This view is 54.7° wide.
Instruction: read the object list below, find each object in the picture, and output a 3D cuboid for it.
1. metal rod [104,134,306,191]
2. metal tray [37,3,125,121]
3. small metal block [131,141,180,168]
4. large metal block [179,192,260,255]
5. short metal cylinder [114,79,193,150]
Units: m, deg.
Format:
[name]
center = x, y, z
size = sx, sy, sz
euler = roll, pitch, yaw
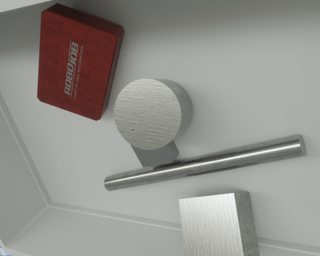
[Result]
[metal rod]
center = 0.037, 0.055, 0.421
size = 0.300, 0.025, 0.025
euler = -17, 110, 34
[metal tray]
center = -0.105, -0.079, 0.396
size = 0.090, 0.030, 0.129
euler = 19, 127, -2
[small metal block]
center = -0.009, 0.024, 0.427
size = 0.050, 0.025, 0.050
euler = -15, 111, 33
[large metal block]
center = 0.076, 0.129, 0.407
size = 0.080, 0.050, 0.080
euler = -16, 73, 34
[short metal cylinder]
center = -0.007, -0.018, 0.367
size = 0.080, 0.050, 0.079
euler = 3, 99, 19
